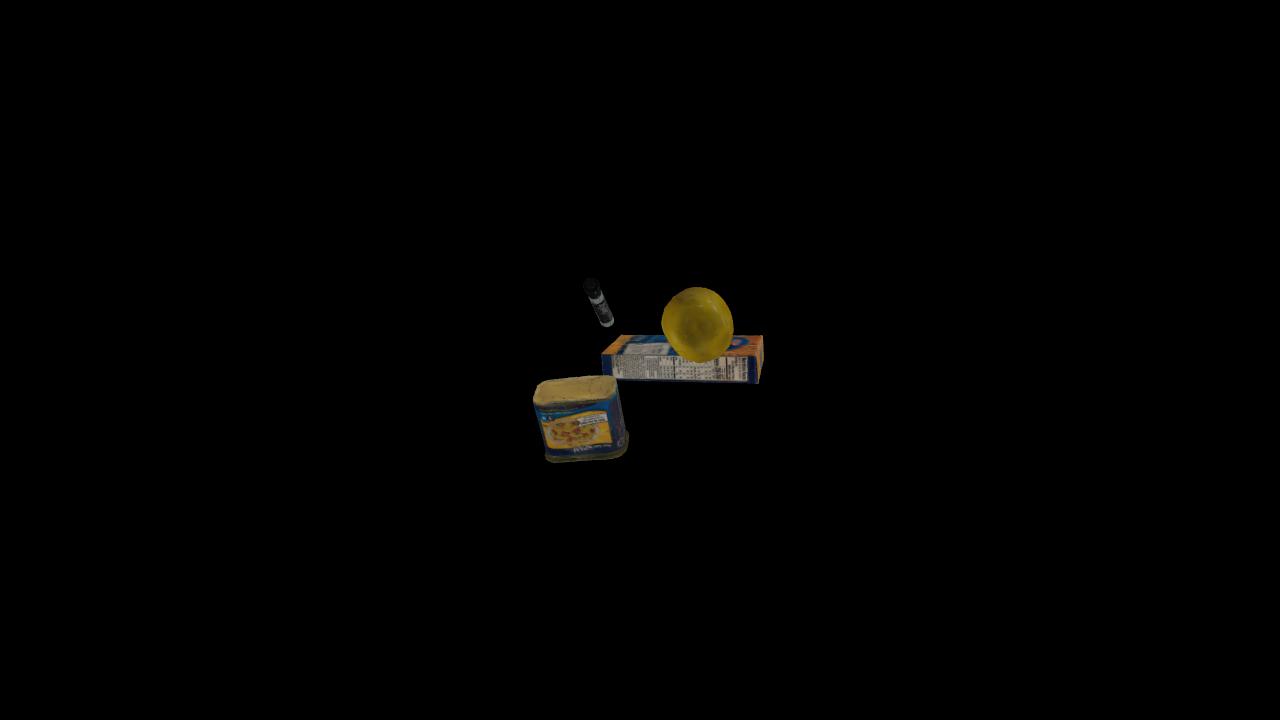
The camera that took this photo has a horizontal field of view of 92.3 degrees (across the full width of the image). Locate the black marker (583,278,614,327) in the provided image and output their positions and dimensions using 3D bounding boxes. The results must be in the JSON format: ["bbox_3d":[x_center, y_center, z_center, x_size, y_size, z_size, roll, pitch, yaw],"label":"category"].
[{"bbox_3d":[-0.049,-0.068,0.741,0.020,0.020,0.121,0,-16,6],"label":"black marker"}]

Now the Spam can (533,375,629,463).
[{"bbox_3d":[-0.069,0.068,0.723,0.101,0.085,0.058,-6,31,6],"label":"Spam can"}]

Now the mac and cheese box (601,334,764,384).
[{"bbox_3d":[0.054,-0.003,0.746,0.184,0.041,0.093,0,16,15],"label":"mac and cheese box"}]

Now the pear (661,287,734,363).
[{"bbox_3d":[0.061,-0.041,0.676,0.080,0.080,0.111,0,10,-4],"label":"pear"}]
